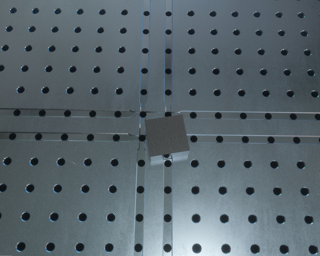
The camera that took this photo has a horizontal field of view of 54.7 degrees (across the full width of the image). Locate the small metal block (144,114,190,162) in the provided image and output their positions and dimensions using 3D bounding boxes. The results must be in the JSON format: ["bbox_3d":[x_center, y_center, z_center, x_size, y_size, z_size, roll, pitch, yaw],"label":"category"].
[{"bbox_3d":[0.009,0.013,0.407,0.050,0.025,0.050,-9,70,-4],"label":"small metal block"}]
